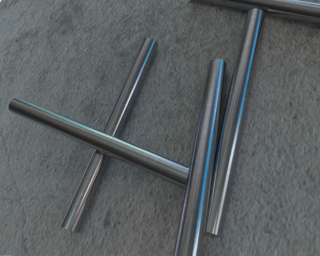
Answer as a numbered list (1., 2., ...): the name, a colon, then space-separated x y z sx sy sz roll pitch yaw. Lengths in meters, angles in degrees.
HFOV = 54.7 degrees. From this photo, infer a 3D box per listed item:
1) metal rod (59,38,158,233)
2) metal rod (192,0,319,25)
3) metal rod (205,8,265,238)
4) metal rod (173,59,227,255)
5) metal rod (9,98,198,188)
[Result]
1. metal rod: -0.064 -0.005 0.438 0.025 0.025 0.300 7 65 31
2. metal rod: 0.154 -0.168 0.425 0.300 0.025 0.025 30 78 37
3. metal rod: 0.091 -0.025 0.370 0.025 0.025 0.300 4 63 29
4. metal rod: 0.045 0.037 0.331 0.025 0.025 0.300 -4 52 26
5. metal rod: -0.087 0.013 0.405 0.301 0.025 0.025 20 72 24
